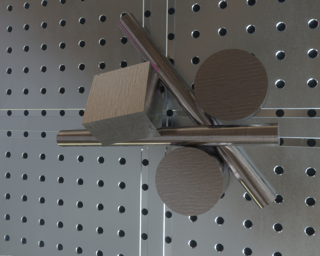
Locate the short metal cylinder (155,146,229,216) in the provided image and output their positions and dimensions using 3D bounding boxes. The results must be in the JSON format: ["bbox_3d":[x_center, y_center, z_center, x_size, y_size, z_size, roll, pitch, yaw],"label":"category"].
[{"bbox_3d":[0.041,0.062,0.381,0.080,0.050,0.079,0,90,20],"label":"short metal cylinder"}]

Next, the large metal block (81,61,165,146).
[{"bbox_3d":[-0.043,-0.030,0.391,0.080,0.050,0.080,-10,52,20],"label":"large metal block"}]

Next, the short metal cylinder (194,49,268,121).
[{"bbox_3d":[0.086,-0.048,0.366,0.080,0.050,0.079,0,90,20],"label":"short metal cylinder"}]

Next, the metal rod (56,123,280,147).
[{"bbox_3d":[-0.009,0.011,0.394,0.301,0.025,0.025,-2,90,26],"label":"metal rod"}]

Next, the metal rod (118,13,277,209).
[{"bbox_3d":[0.040,-0.030,0.395,0.025,0.025,0.299,-40,78,16],"label":"metal rod"}]
